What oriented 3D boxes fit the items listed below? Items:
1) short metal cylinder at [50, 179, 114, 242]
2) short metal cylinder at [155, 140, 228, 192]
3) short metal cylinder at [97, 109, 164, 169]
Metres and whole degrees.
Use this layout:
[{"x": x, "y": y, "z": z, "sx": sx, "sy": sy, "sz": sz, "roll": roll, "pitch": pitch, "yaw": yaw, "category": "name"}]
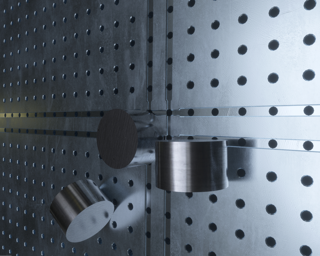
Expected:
[{"x": -0.118, "y": 0.125, "z": 0.471, "sx": 0.050, "sy": 0.081, "sz": 0.079, "roll": 40, "pitch": 114, "yaw": 33, "category": "short metal cylinder"}, {"x": 0.035, "y": 0.039, "z": 0.345, "sx": 0.080, "sy": 0.081, "sz": 0.050, "roll": -1, "pitch": 89, "yaw": 40, "category": "short metal cylinder"}, {"x": -0.042, "y": 0.014, "z": 0.428, "sx": 0.080, "sy": 0.050, "sz": 0.079, "roll": 0, "pitch": 90, "yaw": 40, "category": "short metal cylinder"}]
